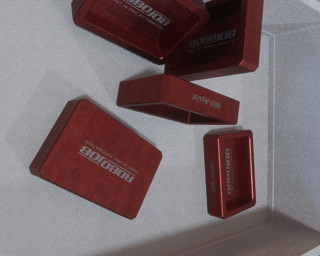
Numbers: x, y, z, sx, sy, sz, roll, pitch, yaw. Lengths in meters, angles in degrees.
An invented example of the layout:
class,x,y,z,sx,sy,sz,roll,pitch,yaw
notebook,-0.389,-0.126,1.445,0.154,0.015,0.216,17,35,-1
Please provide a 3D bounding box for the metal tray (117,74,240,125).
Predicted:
class,x,y,z,sx,sy,sz,roll,pitch,yaw
metal tray,0.025,-0.030,0.386,0.131,0.090,0.030,13,82,-40

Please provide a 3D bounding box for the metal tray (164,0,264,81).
class,x,y,z,sx,sy,sz,roll,pitch,yaw
metal tray,0.063,-0.111,0.393,0.030,0.130,0.089,10,84,-40

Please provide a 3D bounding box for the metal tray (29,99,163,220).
class,x,y,z,sx,sy,sz,roll,pitch,yaw
metal tray,-0.064,0.038,0.351,0.130,0.030,0.090,38,67,-34

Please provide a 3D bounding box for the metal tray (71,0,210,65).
class,x,y,z,sx,sy,sz,roll,pitch,yaw
metal tray,-0.019,-0.131,0.348,0.131,0.090,0.030,18,45,-39

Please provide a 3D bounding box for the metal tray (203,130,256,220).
class,x,y,z,sx,sy,sz,roll,pitch,yaw
metal tray,0.115,0.071,0.502,0.091,0.030,0.129,-7,95,-40
